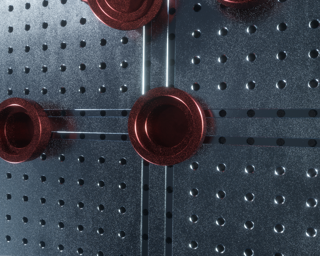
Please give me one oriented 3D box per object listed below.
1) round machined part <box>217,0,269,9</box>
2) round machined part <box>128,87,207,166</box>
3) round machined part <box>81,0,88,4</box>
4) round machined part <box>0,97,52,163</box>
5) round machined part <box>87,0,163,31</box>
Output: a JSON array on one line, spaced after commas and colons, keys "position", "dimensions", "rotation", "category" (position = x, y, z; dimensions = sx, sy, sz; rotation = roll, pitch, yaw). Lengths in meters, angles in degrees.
[{"position": [0.103, -0.190, 0.367], "dimensions": [0.098, 0.042, 0.097], "rotation": [0, 90, 20], "category": "round machined part"}, {"position": [0.012, -0.002, 0.400], "dimensions": [0.098, 0.042, 0.097], "rotation": [0, 90, 20], "category": "round machined part"}, {"position": [-0.093, -0.228, 0.437], "dimensions": [0.098, 0.042, 0.097], "rotation": [0, 90, 20], "category": "round machined part"}, {"position": [-0.209, 0.003, 0.478], "dimensions": [0.098, 0.042, 0.097], "rotation": [0, 90, 20], "category": "round machined part"}, {"position": [-0.047, -0.180, 0.404], "dimensions": [0.099, 0.042, 0.097], "rotation": [-4, 114, -10], "category": "round machined part"}]
